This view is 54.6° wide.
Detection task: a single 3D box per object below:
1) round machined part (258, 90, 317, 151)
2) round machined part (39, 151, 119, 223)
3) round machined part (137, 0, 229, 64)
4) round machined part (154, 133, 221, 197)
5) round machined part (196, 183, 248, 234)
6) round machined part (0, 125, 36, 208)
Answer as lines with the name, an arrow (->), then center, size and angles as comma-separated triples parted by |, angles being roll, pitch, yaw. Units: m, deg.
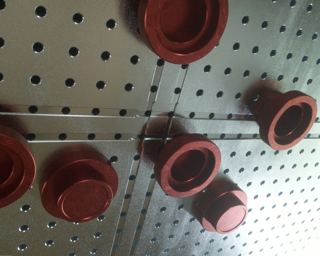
round machined part -> 0.198, -0.016, 0.497 | 0.099, 0.042, 0.097 | -14, 124, -21
round machined part -> -0.099, 0.081, 0.396 | 0.099, 0.042, 0.097 | -14, 124, -21
round machined part -> 0.021, -0.122, 0.335 | 0.099, 0.042, 0.097 | -14, 124, -21
round machined part -> 0.036, 0.049, 0.449 | 0.099, 0.042, 0.097 | -14, 124, -21
round machined part -> 0.118, 0.151, 0.557 | 0.099, 0.042, 0.097 | -14, 124, -21
round machined part -> -0.184, 0.037, 0.322 | 0.099, 0.042, 0.097 | -14, 124, -21
